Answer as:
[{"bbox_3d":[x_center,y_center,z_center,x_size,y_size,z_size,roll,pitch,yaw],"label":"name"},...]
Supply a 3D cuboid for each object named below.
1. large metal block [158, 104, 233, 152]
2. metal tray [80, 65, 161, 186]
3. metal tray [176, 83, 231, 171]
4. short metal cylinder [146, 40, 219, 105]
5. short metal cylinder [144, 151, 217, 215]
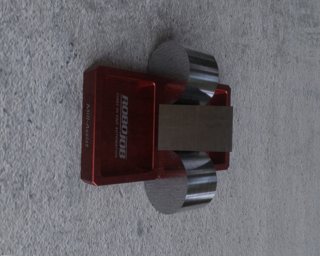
[{"bbox_3d":[0.039,0.000,0.376,0.081,0.080,0.050,2,90,0],"label":"large metal block"},{"bbox_3d":[-0.044,-0.002,0.366,0.091,0.030,0.129,2,89,-40],"label":"metal tray"},{"bbox_3d":[0.064,-0.002,0.457,0.091,0.030,0.129,2,89,-40],"label":"metal tray"},{"bbox_3d":[0.027,-0.065,0.392,0.050,0.080,0.080,3,89,-40],"label":"short metal cylinder"},{"bbox_3d":[0.024,0.065,0.391,0.050,0.080,0.080,3,89,-40],"label":"short metal cylinder"}]
